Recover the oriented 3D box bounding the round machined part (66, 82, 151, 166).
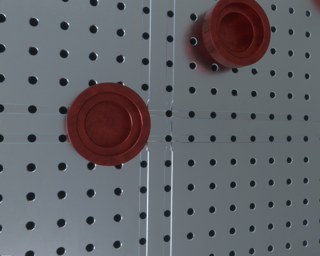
[{"bbox_3d":[-0.064,-0.005,0.380,0.099,0.042,0.097,0,90,-20],"label":"round machined part"}]

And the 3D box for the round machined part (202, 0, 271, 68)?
[{"bbox_3d":[0.104,-0.134,0.441,0.099,0.042,0.097,0,90,-20],"label":"round machined part"}]
